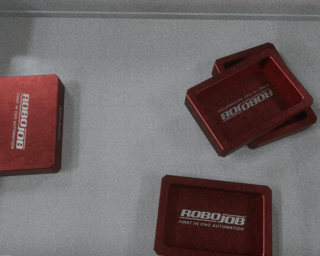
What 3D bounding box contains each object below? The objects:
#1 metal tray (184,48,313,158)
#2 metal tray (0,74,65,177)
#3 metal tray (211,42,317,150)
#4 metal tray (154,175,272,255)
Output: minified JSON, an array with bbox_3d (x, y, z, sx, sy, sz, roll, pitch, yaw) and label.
[{"bbox_3d":[0.108,-0.033,0.387,0.131,0.030,0.090,-28,73,-10],"label":"metal tray"},{"bbox_3d":[-0.177,-0.005,0.407,0.091,0.030,0.130,-3,70,-2],"label":"metal tray"},{"bbox_3d":[0.138,-0.046,0.424,0.091,0.030,0.130,-20,71,-7],"label":"metal tray"},{"bbox_3d":[0.062,0.109,0.367,0.131,0.030,0.090,6,70,2],"label":"metal tray"}]
